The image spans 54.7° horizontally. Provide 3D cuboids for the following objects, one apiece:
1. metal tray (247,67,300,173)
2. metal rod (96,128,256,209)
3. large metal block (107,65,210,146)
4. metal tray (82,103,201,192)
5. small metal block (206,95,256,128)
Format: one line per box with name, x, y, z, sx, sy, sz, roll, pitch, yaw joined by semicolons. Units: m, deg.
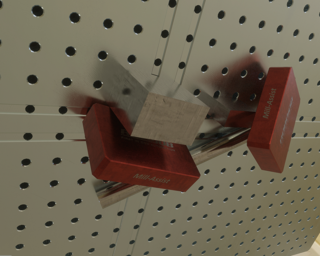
metal tray;0.167;-0.012;0.446;0.090;0.030;0.130;46;59;-47
metal rod;0.051;0.046;0.469;0.302;0.025;0.025;-22;127;-16
large metal block;-0.004;-0.026;0.359;0.081;0.080;0.050;11;113;-33
metal tray;-0.021;0.025;0.371;0.131;0.090;0.030;16;125;-35
small metal block;0.099;-0.024;0.437;0.050;0.050;0.025;1;118;-30
